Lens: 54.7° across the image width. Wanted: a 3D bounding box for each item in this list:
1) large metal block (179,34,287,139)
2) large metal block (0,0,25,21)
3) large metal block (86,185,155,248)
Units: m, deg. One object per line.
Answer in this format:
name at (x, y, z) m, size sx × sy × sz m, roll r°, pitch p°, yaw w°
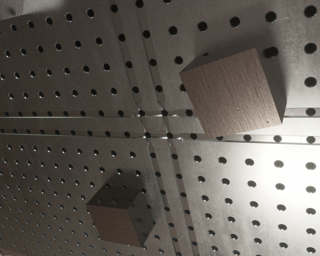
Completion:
large metal block at (0.079, -0.041, 0.327) m, size 0.080 × 0.050 × 0.080 m, roll -13°, pitch 112°, yaw 33°
large metal block at (-0.210, -0.178, 0.374) m, size 0.050 × 0.080 × 0.079 m, roll 36°, pitch 129°, yaw 3°
large metal block at (-0.064, 0.146, 0.517) m, size 0.080 × 0.050 × 0.080 m, roll -2°, pitch 118°, yaw 28°
